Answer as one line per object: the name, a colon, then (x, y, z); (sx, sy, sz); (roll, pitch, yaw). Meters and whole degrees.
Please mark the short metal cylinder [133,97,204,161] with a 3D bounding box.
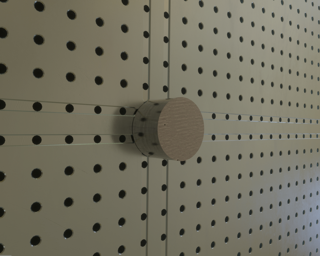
short metal cylinder: (0.012, 0.001, 0.404); (0.081, 0.050, 0.079); (0, 90, -40)
